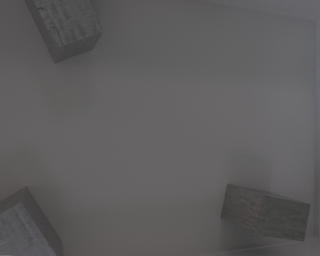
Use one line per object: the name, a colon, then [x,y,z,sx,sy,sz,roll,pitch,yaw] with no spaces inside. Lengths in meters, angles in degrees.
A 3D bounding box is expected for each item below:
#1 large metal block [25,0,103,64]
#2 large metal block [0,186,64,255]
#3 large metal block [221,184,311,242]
large metal block: [-0.109,-0.125,0.341,0.050,0.080,0.080,-26,99,-18]
large metal block: [-0.146,0.116,0.328,0.050,0.080,0.080,-31,101,-17]
large metal block: [0.145,0.117,0.435,0.081,0.080,0.050,14,86,-20]
